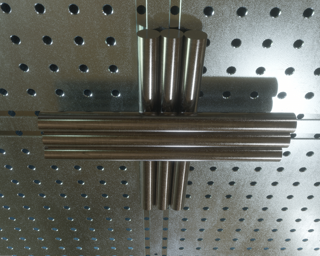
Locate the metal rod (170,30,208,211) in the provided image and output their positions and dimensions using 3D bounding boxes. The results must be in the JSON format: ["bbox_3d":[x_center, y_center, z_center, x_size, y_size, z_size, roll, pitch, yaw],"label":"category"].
[{"bbox_3d":[0.033,0.015,0.424,0.025,0.025,0.298,1,130,-1],"label":"metal rod"}]

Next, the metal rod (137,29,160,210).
[{"bbox_3d":[-0.017,0.014,0.423,0.025,0.025,0.298,1,130,-1],"label":"metal rod"}]

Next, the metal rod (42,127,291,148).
[{"bbox_3d":[0.009,0.012,0.389,0.302,0.025,0.025,0,130,-1],"label":"metal rod"}]

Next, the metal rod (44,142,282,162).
[{"bbox_3d":[0.005,0.031,0.405,0.302,0.025,0.025,0,130,-1],"label":"metal rod"}]

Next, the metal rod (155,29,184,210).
[{"bbox_3d":[0.008,0.014,0.423,0.025,0.025,0.298,1,130,-1],"label":"metal rod"}]

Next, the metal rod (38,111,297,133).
[{"bbox_3d":[0.009,-0.007,0.372,0.302,0.025,0.025,0,130,-1],"label":"metal rod"}]
